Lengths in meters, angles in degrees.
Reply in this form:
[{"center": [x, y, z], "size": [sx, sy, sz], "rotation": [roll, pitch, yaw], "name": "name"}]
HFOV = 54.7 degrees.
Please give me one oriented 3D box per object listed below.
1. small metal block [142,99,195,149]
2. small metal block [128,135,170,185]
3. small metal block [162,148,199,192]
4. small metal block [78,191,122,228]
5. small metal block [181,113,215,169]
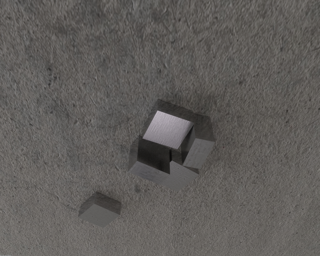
[{"center": [0.010, -0.004, 0.404], "size": [0.050, 0.025, 0.050], "rotation": [18, 128, -15], "name": "small metal block"}, {"center": [-0.015, 0.044, 0.428], "size": [0.050, 0.050, 0.025], "rotation": [26, 126, -20], "name": "small metal block"}, {"center": [0.022, 0.063, 0.461], "size": [0.050, 0.025, 0.050], "rotation": [30, 124, -23], "name": "small metal block"}, {"center": [-0.102, 0.139, 0.524], "size": [0.050, 0.025, 0.050], "rotation": [33, 123, -25], "name": "small metal block"}, {"center": [0.048, 0.017, 0.405], "size": [0.025, 0.050, 0.050], "rotation": [12, 129, -10], "name": "small metal block"}]
